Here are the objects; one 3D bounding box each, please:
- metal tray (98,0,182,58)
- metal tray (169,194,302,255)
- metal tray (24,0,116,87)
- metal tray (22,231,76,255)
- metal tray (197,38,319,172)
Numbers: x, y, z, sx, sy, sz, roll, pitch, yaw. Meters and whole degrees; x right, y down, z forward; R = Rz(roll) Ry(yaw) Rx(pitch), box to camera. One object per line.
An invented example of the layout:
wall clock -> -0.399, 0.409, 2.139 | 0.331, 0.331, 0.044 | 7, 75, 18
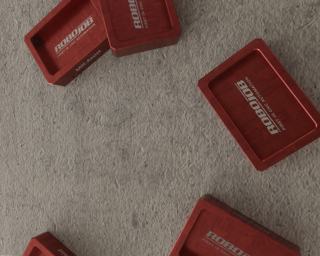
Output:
metal tray -> -0.033, -0.165, 0.399 | 0.091, 0.030, 0.129 | -14, 85, -5
metal tray -> 0.088, 0.152, 0.374 | 0.130, 0.030, 0.090 | 28, 99, 17
metal tray -> -0.126, -0.133, 0.450 | 0.130, 0.030, 0.090 | -35, 79, 16
metal tray -> -0.153, 0.230, 0.460 | 0.130, 0.030, 0.090 | 33, 101, 17
metal tray -> 0.117, -0.027, 0.364 | 0.090, 0.030, 0.130 | -36, 79, 16
